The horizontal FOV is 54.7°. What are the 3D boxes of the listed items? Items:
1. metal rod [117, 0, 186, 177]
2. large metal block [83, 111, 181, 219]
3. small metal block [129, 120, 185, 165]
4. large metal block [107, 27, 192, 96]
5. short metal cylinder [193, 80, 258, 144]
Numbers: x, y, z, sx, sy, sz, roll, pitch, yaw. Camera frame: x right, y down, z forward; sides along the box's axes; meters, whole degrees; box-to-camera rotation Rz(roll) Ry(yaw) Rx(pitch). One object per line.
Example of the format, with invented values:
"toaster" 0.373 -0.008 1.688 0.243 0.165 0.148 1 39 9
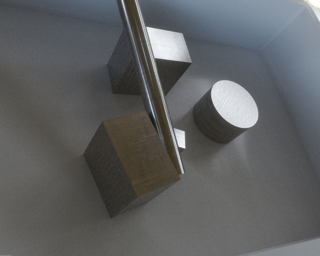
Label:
"metal rod" -0.023 -0.093 0.346 0.025 0.025 0.298 -11 83 -33
"large metal block" -0.034 0.040 0.329 0.050 0.080 0.080 -16 70 -34
"small metal block" -0.004 0.021 0.375 0.050 0.050 0.025 17 49 -19
"large metal block" -0.017 -0.087 0.416 0.081 0.080 0.050 1 62 -28
"short metal cylinder" 0.096 -0.023 0.458 0.081 0.050 0.080 14 56 -21
